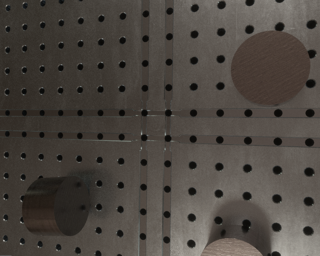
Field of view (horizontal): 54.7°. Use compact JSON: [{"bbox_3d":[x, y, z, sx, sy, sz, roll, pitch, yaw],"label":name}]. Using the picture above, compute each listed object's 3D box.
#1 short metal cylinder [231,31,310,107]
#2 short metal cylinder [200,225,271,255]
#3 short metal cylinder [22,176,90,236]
[{"bbox_3d":[0.125,-0.065,0.355,0.080,0.050,0.079,0,90,19],"label":"short metal cylinder"},{"bbox_3d":[0.090,0.162,0.367,0.080,0.050,0.079,0,90,19],"label":"short metal cylinder"},{"bbox_3d":[-0.142,0.108,0.432,0.050,0.080,0.080,-6,88,19],"label":"short metal cylinder"}]
